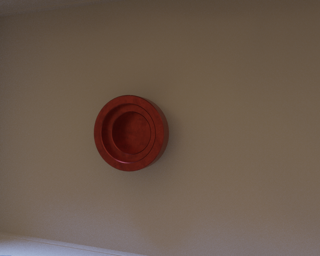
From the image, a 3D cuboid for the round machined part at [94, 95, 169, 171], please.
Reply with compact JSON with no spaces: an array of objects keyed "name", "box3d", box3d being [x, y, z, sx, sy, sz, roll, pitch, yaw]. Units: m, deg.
[{"name":"round machined part","box3d":[-0.034,0.006,0.413,0.098,0.042,0.097,0,90,19]}]
